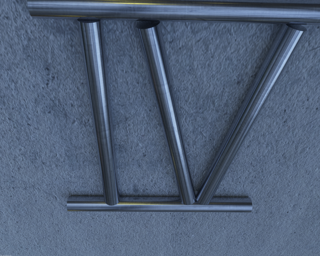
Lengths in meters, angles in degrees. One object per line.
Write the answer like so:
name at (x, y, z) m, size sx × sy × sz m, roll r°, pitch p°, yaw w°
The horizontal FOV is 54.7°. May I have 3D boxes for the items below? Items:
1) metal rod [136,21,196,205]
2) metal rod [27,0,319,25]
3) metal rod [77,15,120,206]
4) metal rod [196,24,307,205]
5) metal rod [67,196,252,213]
metal rod at (0.017, 0.005, 0.412) m, size 0.025 × 0.025 × 0.298 m, roll -9°, pitch 130°, yaw 7°
metal rod at (0.026, -0.119, 0.308) m, size 0.302 × 0.025 × 0.025 m, roll 1°, pitch 130°, yaw -2°
metal rod at (-0.074, 0.003, 0.409) m, size 0.025 × 0.025 × 0.298 m, roll 1°, pitch 130°, yaw -1°
metal rod at (0.105, 0.005, 0.413) m, size 0.025 × 0.025 × 0.298 m, roll 10°, pitch 129°, yaw -9°
metal rod at (0.000, 0.127, 0.516) m, size 0.302 × 0.025 × 0.025 m, roll 1°, pitch 130°, yaw -2°
